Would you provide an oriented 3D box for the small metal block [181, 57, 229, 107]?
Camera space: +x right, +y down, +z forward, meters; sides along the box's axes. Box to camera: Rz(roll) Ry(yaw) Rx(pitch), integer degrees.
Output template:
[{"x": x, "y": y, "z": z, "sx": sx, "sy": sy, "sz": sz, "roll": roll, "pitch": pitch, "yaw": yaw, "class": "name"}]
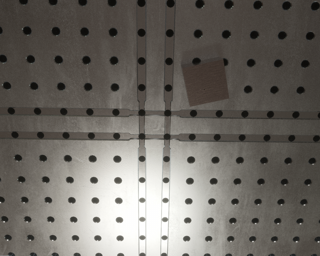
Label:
[{"x": 0.057, "y": -0.059, "z": 0.393, "sx": 0.050, "sy": 0.025, "sz": 0.050, "roll": -12, "pitch": 110, "yaw": 4, "class": "small metal block"}]
